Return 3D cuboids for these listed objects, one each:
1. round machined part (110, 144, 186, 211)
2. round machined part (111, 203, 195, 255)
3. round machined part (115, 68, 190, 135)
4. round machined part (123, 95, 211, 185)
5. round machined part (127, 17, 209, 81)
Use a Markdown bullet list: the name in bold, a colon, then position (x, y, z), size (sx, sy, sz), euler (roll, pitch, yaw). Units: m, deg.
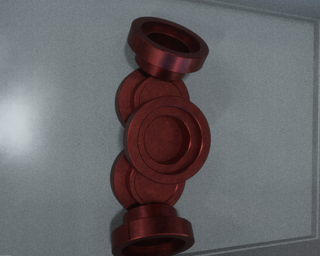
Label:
- **round machined part**: position (-0.011, 0.065, 0.396), size (0.099, 0.042, 0.097), euler (0, 90, -21)
- **round machined part**: position (-0.010, 0.126, 0.378), size (0.099, 0.097, 0.042), euler (7, 50, -20)
- **round machined part**: position (-0.005, -0.032, 0.398), size (0.099, 0.042, 0.097), euler (0, 90, -21)
- **round machined part**: position (0.005, 0.013, 0.357), size (0.099, 0.042, 0.097), euler (0, 90, -21)
- **round machined part**: position (0.007, -0.095, 0.384), size (0.099, 0.098, 0.042), euler (8, 130, -20)
